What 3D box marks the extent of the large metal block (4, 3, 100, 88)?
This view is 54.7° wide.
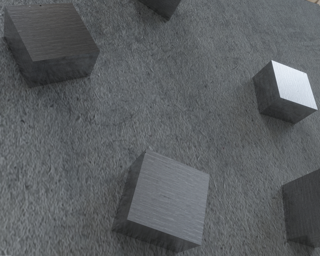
[{"bbox_3d":[-0.133,-0.103,0.379,0.081,0.050,0.080,-20,73,-36],"label":"large metal block"}]

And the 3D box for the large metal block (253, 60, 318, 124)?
[{"bbox_3d":[0.216,-0.061,0.541,0.081,0.050,0.080,14,56,-21],"label":"large metal block"}]

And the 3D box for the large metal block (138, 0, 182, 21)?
[{"bbox_3d":[0.007,-0.244,0.521,0.080,0.080,0.050,32,52,-8],"label":"large metal block"}]

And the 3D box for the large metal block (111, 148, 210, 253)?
[{"bbox_3d":[0.003,0.081,0.340,0.080,0.050,0.080,24,53,-14],"label":"large metal block"}]

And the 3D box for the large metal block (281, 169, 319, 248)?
[{"bbox_3d":[0.217,0.109,0.418,0.050,0.080,0.080,21,54,-16],"label":"large metal block"}]
